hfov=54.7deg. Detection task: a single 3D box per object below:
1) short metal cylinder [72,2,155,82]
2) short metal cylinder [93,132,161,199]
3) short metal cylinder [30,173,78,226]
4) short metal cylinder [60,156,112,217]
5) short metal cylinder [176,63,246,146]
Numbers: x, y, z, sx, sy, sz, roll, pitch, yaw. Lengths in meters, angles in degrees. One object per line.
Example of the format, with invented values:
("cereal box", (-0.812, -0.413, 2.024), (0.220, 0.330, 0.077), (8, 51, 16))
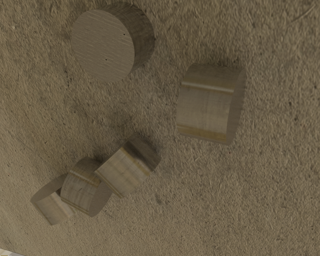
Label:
("short metal cylinder", (-0.053, -0.099, 0.357), (0.080, 0.050, 0.079), (13, 124, 21))
("short metal cylinder", (-0.045, 0.050, 0.426), (0.050, 0.080, 0.080), (47, 129, -5))
("short metal cylinder", (-0.174, 0.122, 0.539), (0.080, 0.080, 0.050), (-19, 109, 35))
("short metal cylinder", (-0.109, 0.091, 0.485), (0.050, 0.080, 0.079), (24, 127, 13))
("short metal cylinder", (0.056, -0.026, 0.326), (0.050, 0.080, 0.079), (12, 124, 21))
